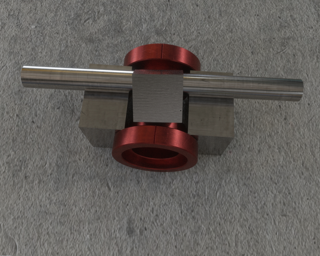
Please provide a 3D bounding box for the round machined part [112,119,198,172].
[{"bbox_3d":[-0.005,0.017,0.364,0.099,0.098,0.042,4,65,1],"label":"round machined part"}]

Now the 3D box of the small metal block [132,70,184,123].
[{"bbox_3d":[-0.002,-0.033,0.322,0.050,0.025,0.050,1,111,2],"label":"small metal block"}]

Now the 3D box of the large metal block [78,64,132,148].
[{"bbox_3d":[-0.061,-0.023,0.388,0.050,0.080,0.080,4,70,1],"label":"large metal block"}]

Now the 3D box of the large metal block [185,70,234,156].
[{"bbox_3d":[0.058,-0.015,0.386,0.050,0.080,0.080,4,70,1],"label":"large metal block"}]

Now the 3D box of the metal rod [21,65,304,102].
[{"bbox_3d":[0.002,-0.049,0.342,0.302,0.025,0.025,3,70,1],"label":"metal rod"}]

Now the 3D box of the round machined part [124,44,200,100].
[{"bbox_3d":[0.002,-0.061,0.393,0.099,0.098,0.042,4,71,1],"label":"round machined part"}]
